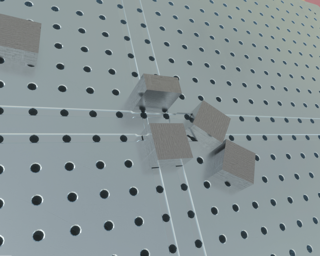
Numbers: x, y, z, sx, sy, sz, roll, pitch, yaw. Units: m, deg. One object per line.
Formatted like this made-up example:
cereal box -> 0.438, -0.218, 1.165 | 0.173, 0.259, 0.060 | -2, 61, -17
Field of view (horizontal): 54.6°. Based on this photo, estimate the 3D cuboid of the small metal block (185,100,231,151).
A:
small metal block -> 0.069, -0.004, 0.447 | 0.050, 0.025, 0.050 | 33, 51, -7

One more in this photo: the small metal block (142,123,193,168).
small metal block -> 0.009, 0.022, 0.399 | 0.050, 0.025, 0.050 | 0, 62, -28

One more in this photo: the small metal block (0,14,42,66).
small metal block -> -0.175, -0.108, 0.379 | 0.050, 0.025, 0.050 | 7, 59, -25

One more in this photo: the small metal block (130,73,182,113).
small metal block -> -0.007, -0.045, 0.416 | 0.050, 0.050, 0.025 | 2, 61, -27

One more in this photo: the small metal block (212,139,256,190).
small metal block -> 0.103, 0.051, 0.432 | 0.050, 0.025, 0.050 | 26, 53, -12
